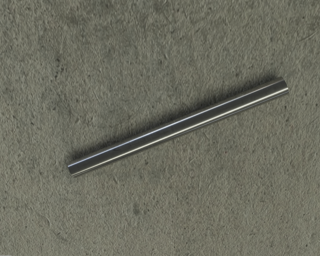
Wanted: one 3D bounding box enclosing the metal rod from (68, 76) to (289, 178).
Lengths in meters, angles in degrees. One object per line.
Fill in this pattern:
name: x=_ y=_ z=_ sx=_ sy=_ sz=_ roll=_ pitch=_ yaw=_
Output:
metal rod: x=0.018 y=0.002 z=0.410 sx=0.301 sy=0.025 sz=0.025 roll=-22 pitch=109 yaw=7
